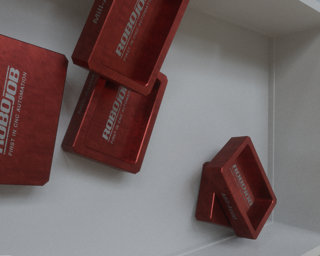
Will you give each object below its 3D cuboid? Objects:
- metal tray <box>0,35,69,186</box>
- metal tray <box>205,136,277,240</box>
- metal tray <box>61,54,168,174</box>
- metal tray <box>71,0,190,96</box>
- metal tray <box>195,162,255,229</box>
[{"bbox_3d":[-0.142,-0.015,0.285,0.091,0.030,0.129,12,82,-40],"label":"metal tray"},{"bbox_3d":[0.126,0.089,0.468,0.091,0.030,0.129,-41,111,-38],"label":"metal tray"},{"bbox_3d":[-0.048,-0.021,0.364,0.090,0.030,0.130,27,73,-37],"label":"metal tray"},{"bbox_3d":[-0.025,-0.108,0.321,0.090,0.030,0.129,22,91,-50],"label":"metal tray"},{"bbox_3d":[0.116,0.114,0.497,0.131,0.030,0.090,26,67,-37],"label":"metal tray"}]
